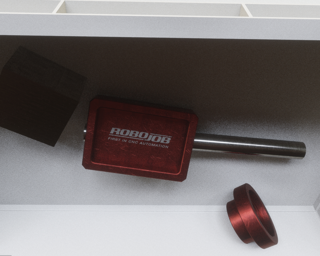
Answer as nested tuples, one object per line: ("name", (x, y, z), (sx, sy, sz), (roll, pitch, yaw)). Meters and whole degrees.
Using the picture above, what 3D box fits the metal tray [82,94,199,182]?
("metal tray", (-0.025, 0.013, 0.389), (0.131, 0.030, 0.089), (9, 103, -6))

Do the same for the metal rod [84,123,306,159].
("metal rod", (0.050, 0.019, 0.425), (0.302, 0.025, 0.025), (5, 130, -5))

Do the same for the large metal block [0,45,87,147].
("large metal block", (-0.143, -0.034, 0.361), (0.080, 0.050, 0.080), (25, 126, -20))

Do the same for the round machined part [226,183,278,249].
("round machined part", (0.139, 0.139, 0.481), (0.042, 0.098, 0.098), (-31, 124, 20))
